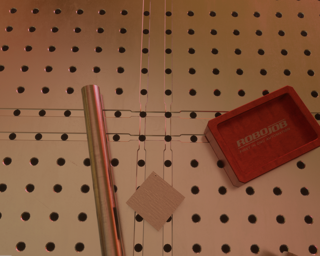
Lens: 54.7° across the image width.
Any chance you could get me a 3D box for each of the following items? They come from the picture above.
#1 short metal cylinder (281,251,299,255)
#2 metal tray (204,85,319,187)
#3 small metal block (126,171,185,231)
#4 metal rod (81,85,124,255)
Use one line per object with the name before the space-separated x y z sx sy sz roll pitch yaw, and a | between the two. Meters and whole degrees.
short metal cylinder | 0.152 0.175 0.320 0.080 0.080 0.050 37 74 12
metal tray | 0.137 0.009 0.407 0.131 0.030 0.090 -24 72 -9
small metal block | -0.005 0.090 0.379 0.050 0.025 0.050 38 74 12
metal rod | -0.068 0.084 0.380 0.025 0.025 0.299 -10 70 -4
